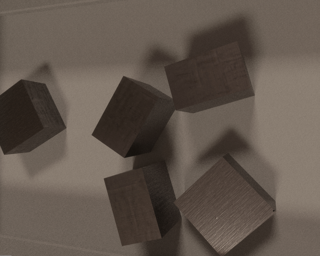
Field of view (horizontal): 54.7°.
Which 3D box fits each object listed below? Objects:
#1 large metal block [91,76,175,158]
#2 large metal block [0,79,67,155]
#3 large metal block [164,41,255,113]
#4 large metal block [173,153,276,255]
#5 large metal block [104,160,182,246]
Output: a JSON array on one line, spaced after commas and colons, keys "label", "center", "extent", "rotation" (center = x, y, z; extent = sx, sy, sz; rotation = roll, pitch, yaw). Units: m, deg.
[{"label": "large metal block", "center": [-0.028, -0.013, 0.390], "extent": [0.050, 0.080, 0.080], "rotation": [33, 101, 16]}, {"label": "large metal block", "center": [-0.203, -0.015, 0.467], "extent": [0.080, 0.050, 0.080], "rotation": [-30, 80, 17]}, {"label": "large metal block", "center": [0.061, -0.053, 0.359], "extent": [0.080, 0.080, 0.050], "rotation": [-16, 85, 19]}, {"label": "large metal block", "center": [0.078, 0.088, 0.369], "extent": [0.080, 0.050, 0.080], "rotation": [-46, 76, 14]}, {"label": "large metal block", "center": [-0.018, 0.089, 0.387], "extent": [0.050, 0.080, 0.080], "rotation": [-18, 84, 19]}]
